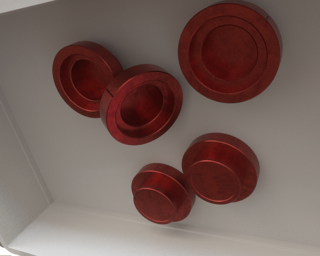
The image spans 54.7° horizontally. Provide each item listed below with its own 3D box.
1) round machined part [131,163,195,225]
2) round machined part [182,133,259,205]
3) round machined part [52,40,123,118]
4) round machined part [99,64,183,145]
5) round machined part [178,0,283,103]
[{"bbox_3d":[0.000,0.104,0.462,0.098,0.042,0.097,13,124,21],"label":"round machined part"},{"bbox_3d":[0.073,0.058,0.395,0.098,0.042,0.097,13,124,21],"label":"round machined part"},{"bbox_3d":[-0.086,-0.065,0.403,0.098,0.042,0.097,13,124,21],"label":"round machined part"},{"bbox_3d":[-0.025,-0.031,0.368,0.042,0.099,0.097,47,141,44],"label":"round machined part"},{"bbox_3d":[0.072,-0.078,0.312,0.098,0.042,0.097,13,124,21],"label":"round machined part"}]
